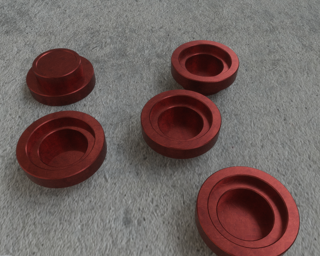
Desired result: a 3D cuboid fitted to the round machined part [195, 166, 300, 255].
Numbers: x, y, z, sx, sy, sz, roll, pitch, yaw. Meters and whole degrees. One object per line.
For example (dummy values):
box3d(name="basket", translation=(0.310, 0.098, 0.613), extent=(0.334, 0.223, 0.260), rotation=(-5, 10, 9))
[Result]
box3d(name="round machined part", translation=(0.085, 0.091, 0.316), extent=(0.099, 0.042, 0.098), rotation=(0, 50, 0))

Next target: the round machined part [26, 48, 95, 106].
box3d(name="round machined part", translation=(-0.148, -0.081, 0.460), extent=(0.099, 0.042, 0.098), rotation=(0, 50, 0))

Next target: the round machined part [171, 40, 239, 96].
box3d(name="round machined part", translation=(0.065, -0.086, 0.465), extent=(0.099, 0.042, 0.098), rotation=(0, 50, 0))

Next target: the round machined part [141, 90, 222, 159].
box3d(name="round machined part", translation=(0.026, 0.000, 0.393), extent=(0.099, 0.042, 0.098), rotation=(0, 50, 0))

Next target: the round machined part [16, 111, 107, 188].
box3d(name="round machined part", translation=(-0.112, 0.029, 0.367), extent=(0.099, 0.042, 0.098), rotation=(0, 50, 0))
